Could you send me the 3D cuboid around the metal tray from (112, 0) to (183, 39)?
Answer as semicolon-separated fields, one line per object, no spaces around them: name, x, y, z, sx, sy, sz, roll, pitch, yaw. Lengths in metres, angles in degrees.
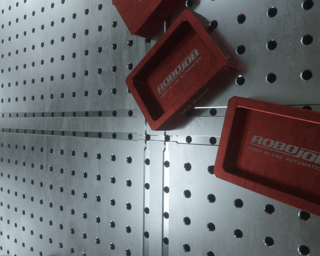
metal tray;-0.028;-0.200;0.427;0.090;0.030;0.130;-42;65;31

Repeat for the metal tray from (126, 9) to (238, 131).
metal tray;0.021;-0.068;0.387;0.129;0.030;0.090;-43;64;31

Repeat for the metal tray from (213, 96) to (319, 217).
metal tray;0.123;0.024;0.303;0.130;0.030;0.089;17;101;38
